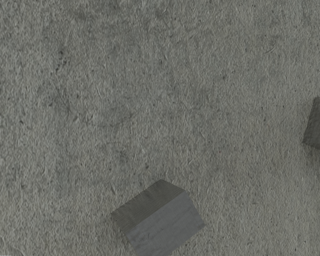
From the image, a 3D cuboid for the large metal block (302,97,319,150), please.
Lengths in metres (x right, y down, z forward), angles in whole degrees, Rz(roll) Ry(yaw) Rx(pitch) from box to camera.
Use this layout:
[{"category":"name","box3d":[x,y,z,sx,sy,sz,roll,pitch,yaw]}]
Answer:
[{"category":"large metal block","box3d":[0.290,0.000,0.502,0.080,0.050,0.080,21,83,-19]}]

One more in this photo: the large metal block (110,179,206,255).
[{"category":"large metal block","box3d":[-0.006,0.111,0.378,0.080,0.080,0.050,-32,101,-17]}]
